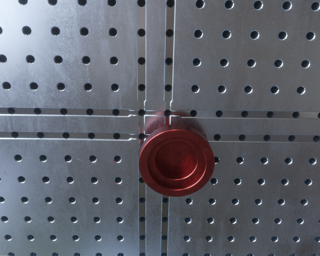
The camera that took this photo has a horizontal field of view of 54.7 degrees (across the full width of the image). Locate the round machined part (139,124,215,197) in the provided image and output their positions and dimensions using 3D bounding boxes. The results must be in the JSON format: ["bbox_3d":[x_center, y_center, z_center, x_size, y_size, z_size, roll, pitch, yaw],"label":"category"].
[{"bbox_3d":[0.022,0.040,0.420,0.099,0.042,0.097,0,110,-1],"label":"round machined part"}]
